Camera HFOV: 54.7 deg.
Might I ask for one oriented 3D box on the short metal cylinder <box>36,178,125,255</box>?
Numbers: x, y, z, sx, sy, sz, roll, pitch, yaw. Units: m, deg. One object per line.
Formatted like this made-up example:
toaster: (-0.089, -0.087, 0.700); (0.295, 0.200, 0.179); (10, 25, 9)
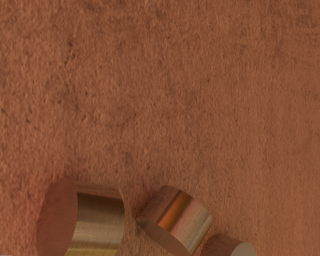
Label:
short metal cylinder: (-0.079, 0.093, 0.304); (0.050, 0.080, 0.080); (21, 77, -39)

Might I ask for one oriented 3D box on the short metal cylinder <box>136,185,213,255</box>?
short metal cylinder: (0.018, 0.118, 0.386); (0.050, 0.080, 0.080); (-49, 120, -29)

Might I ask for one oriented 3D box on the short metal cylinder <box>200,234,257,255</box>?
short metal cylinder: (0.106, 0.211, 0.481); (0.081, 0.050, 0.079); (0, 90, -40)
